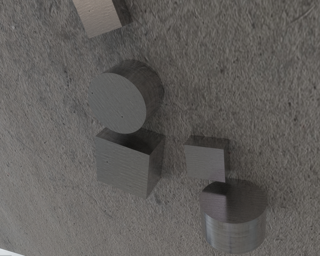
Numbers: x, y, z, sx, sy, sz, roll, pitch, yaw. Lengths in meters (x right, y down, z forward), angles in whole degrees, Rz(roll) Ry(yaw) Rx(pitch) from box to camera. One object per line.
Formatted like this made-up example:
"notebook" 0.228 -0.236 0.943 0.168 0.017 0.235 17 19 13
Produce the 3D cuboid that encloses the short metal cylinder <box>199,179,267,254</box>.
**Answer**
"short metal cylinder" 0.092 0.109 0.390 0.080 0.080 0.050 6 121 25

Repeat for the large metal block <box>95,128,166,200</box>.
"large metal block" -0.042 0.043 0.440 0.080 0.050 0.079 18 126 18

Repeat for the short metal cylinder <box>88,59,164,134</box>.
"short metal cylinder" -0.042 -0.040 0.388 0.080 0.050 0.079 13 124 21

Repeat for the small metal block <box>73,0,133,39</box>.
"small metal block" -0.066 -0.137 0.357 0.050 0.025 0.050 -8 115 31

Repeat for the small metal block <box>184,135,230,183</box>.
"small metal block" 0.061 0.039 0.399 0.050 0.025 0.050 6 121 25
